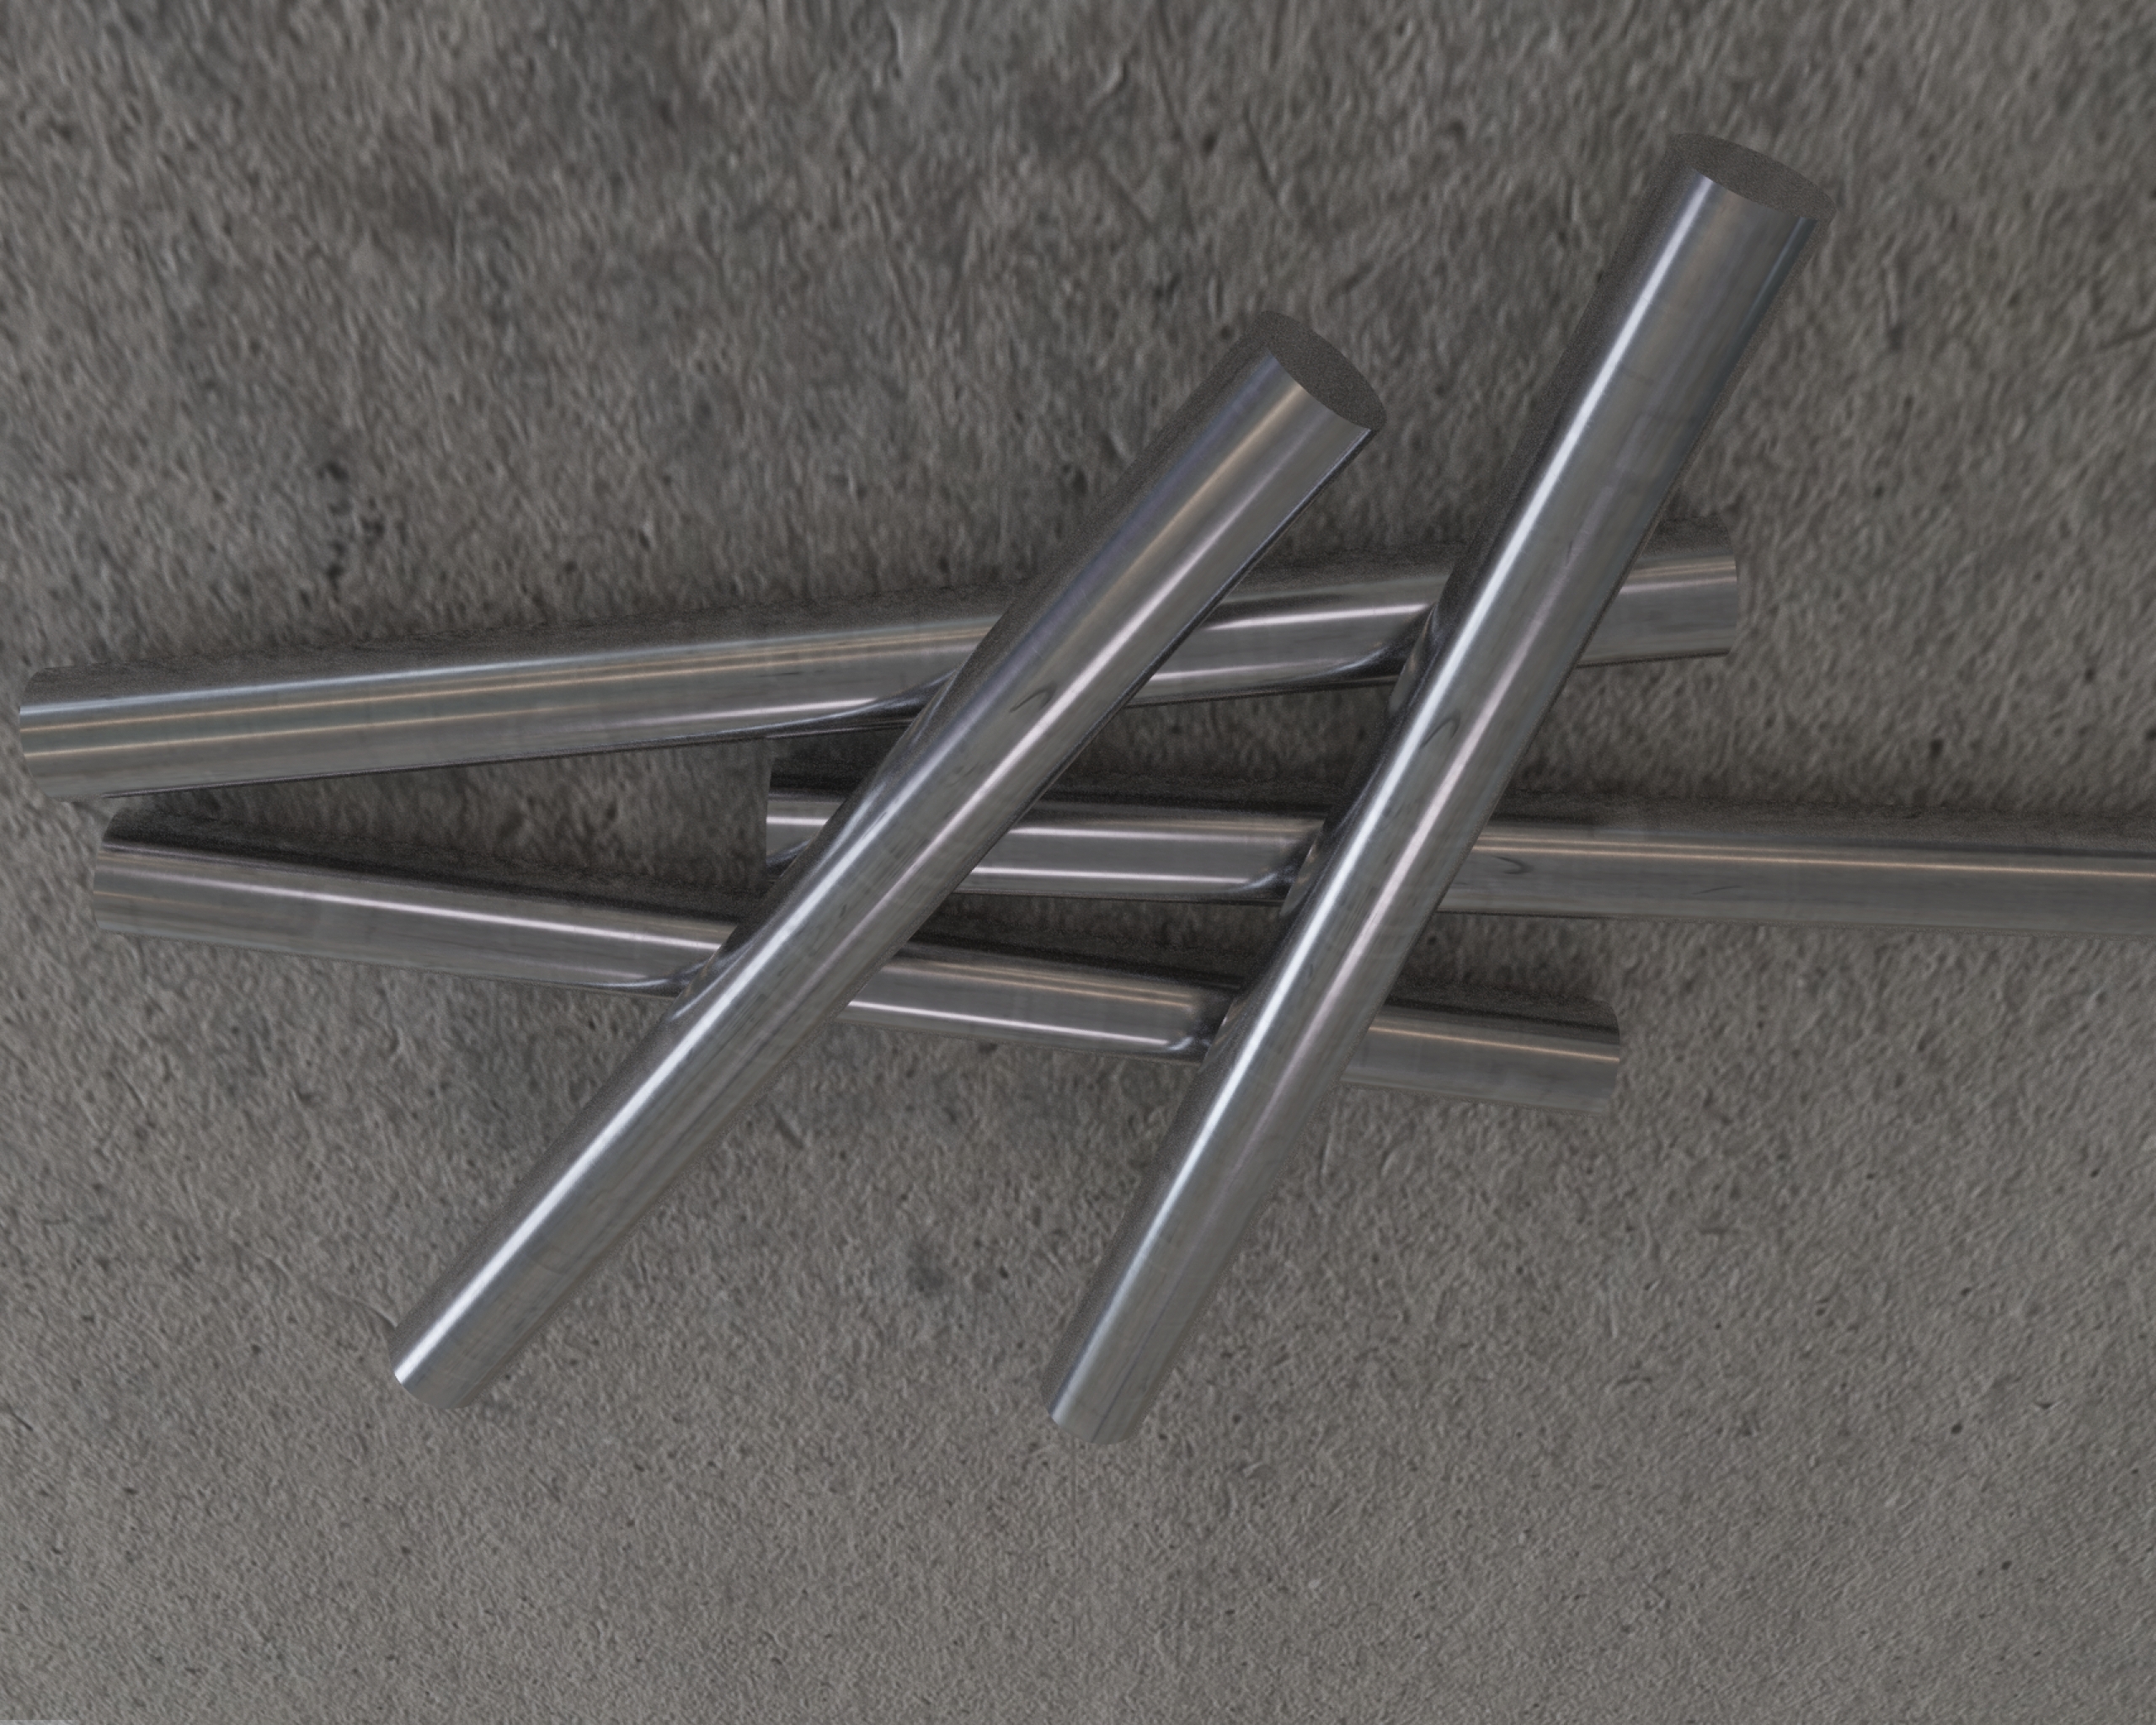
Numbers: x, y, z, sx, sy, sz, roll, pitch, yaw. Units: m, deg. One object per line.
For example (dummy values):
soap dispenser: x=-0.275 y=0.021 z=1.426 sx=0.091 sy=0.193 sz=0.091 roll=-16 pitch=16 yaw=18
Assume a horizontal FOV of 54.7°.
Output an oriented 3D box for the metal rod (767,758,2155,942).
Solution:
metal rod: x=0.093 y=-0.002 z=0.406 sx=0.302 sy=0.025 sz=0.025 roll=2 pitch=130 yaw=-3

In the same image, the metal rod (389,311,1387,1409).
metal rod: x=-0.052 y=0.019 z=0.387 sx=0.025 sy=0.025 sz=0.299 roll=29 pitch=124 yaw=-23

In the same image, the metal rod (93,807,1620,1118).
metal rod: x=-0.038 y=0.022 z=0.424 sx=0.302 sy=0.025 sz=0.025 roll=8 pitch=130 yaw=-7

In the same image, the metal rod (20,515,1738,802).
metal rod: x=-0.037 y=-0.036 z=0.375 sx=0.302 sy=0.025 sz=0.025 roll=-5 pitch=130 yaw=3

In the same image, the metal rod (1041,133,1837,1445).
metal rod: x=0.049 y=0.013 z=0.383 sx=0.025 sy=0.025 sz=0.298 roll=14 pitch=128 yaw=-12
